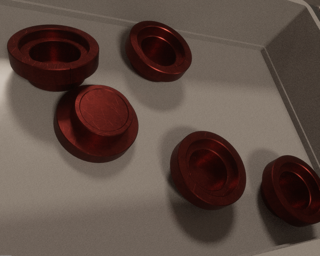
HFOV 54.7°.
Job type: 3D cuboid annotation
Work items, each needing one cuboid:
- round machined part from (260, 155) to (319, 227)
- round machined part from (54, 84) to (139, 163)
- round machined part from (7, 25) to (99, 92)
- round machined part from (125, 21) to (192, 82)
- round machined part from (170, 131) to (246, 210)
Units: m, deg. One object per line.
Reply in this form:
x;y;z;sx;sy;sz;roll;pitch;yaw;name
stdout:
0.184;0.091;0.441;0.099;0.042;0.098;14;56;-21;round machined part
-0.071;-0.012;0.365;0.099;0.042;0.098;14;56;-21;round machined part
-0.123;-0.079;0.365;0.099;0.042;0.098;7;43;-7;round machined part
-0.006;-0.108;0.459;0.099;0.042;0.098;14;56;-21;round machined part
0.056;0.056;0.393;0.099;0.042;0.098;14;56;-21;round machined part
